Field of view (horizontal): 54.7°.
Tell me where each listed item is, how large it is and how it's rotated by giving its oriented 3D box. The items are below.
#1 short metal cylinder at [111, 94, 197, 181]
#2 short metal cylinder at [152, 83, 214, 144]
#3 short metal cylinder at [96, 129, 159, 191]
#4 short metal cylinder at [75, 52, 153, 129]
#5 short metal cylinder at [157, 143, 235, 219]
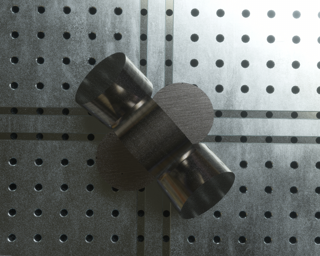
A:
[{"bbox_3d":[-0.006,0.010,0.334,0.050,0.080,0.080,-41,91,0],"label":"short metal cylinder"},{"bbox_3d":[0.025,-0.016,0.400,0.081,0.050,0.079,0,90,-1],"label":"short metal cylinder"},{"bbox_3d":[-0.037,0.037,0.400,0.081,0.050,0.079,0,90,-1],"label":"short metal cylinder"},{"bbox_3d":[-0.056,-0.045,0.378,0.080,0.080,0.050,-46,125,0],"label":"short metal cylinder"},{"bbox_3d":[0.044,0.065,0.379,0.080,0.080,0.050,-41,55,0],"label":"short metal cylinder"}]
